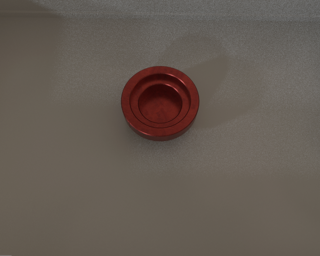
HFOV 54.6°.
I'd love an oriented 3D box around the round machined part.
[{"bbox_3d":[0.000,-0.028,0.408,0.099,0.042,0.098,0,70,0],"label":"round machined part"}]
